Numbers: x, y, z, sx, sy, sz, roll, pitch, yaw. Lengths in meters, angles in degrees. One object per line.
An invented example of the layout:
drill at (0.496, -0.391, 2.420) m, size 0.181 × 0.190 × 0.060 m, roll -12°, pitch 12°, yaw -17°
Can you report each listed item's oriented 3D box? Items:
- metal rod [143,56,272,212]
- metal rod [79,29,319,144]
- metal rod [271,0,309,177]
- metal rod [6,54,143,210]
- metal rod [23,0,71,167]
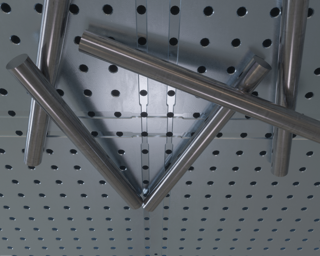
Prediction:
metal rod at (0.048, 0.028, 0.435) m, size 0.025 × 0.025 × 0.298 m, roll 21°, pitch 127°, yaw -17°
metal rod at (0.058, -0.042, 0.348) m, size 0.301 × 0.025 × 0.025 m, roll 20°, pitch 128°, yaw -6°
metal rod at (0.152, -0.048, 0.371) m, size 0.025 × 0.025 × 0.299 m, roll -8°, pitch 130°, yaw 7°
metal rod at (-0.092, 0.029, 0.415) m, size 0.025 × 0.025 × 0.299 m, roll -16°, pitch 134°, yaw 13°
metal rod at (-0.132, -0.061, 0.358) m, size 0.025 × 0.025 × 0.298 m, roll 16°, pitch 128°, yaw -13°
